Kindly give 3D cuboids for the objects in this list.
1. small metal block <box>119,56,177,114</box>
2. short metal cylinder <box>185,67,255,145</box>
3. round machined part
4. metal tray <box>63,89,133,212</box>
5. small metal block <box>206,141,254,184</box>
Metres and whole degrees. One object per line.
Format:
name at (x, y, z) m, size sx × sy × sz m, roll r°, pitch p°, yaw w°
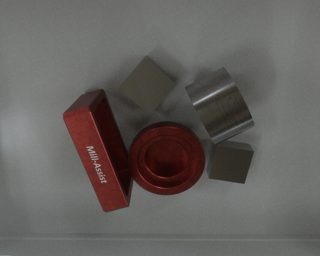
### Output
small metal block at (-0.015, -0.054, 0.389) m, size 0.050 × 0.025 × 0.050 m, roll 39°, pitch 106°, yaw -12°
short metal cylinder at (0.071, -0.026, 0.372) m, size 0.050 × 0.080 × 0.080 m, roll -28°, pitch 108°, yaw 9°
round machined part at (0.008, 0.037, 0.413) m, size 0.099 × 0.042 × 0.097 m, roll 0°, pitch 110°, yaw -1°
metal tray at (-0.069, 0.025, 0.383) m, size 0.030 × 0.090 × 0.129 m, roll -16°, pitch 109°, yaw 6°
small metal block at (0.096, 0.046, 0.428) m, size 0.050 × 0.025 × 0.050 m, roll 9°, pitch 109°, yaw -3°
